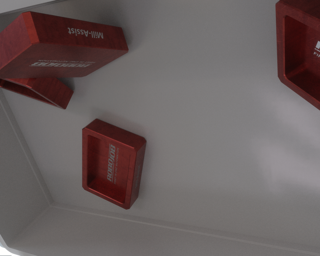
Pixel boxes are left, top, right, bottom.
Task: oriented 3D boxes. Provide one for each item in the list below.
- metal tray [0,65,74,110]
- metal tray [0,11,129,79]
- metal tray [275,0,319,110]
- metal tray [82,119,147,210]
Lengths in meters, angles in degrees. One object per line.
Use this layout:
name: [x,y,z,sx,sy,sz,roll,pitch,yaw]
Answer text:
metal tray: [-0.199,-0.070,0.432,0.130,0.030,0.090,18,169,17]
metal tray: [-0.110,-0.086,0.345,0.090,0.131,0.030,-19,88,35]
metal tray: [0.144,-0.043,0.232,0.130,0.030,0.090,54,175,41]
metal tray: [-0.075,0.058,0.480,0.090,0.030,0.129,21,127,15]
